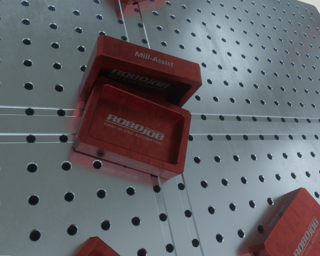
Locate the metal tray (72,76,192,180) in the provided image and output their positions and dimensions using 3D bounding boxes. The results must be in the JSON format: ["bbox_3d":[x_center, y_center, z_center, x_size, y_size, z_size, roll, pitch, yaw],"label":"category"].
[{"bbox_3d":[-0.029,0.001,0.381,0.131,0.030,0.090,20,61,-18],"label":"metal tray"}]

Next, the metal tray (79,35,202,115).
[{"bbox_3d":[-0.025,-0.058,0.389,0.131,0.090,0.030,12,57,-22],"label":"metal tray"}]

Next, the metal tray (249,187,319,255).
[{"bbox_3d":[0.187,0.153,0.415,0.131,0.030,0.090,-34,81,-38],"label":"metal tray"}]

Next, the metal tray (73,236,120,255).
[{"bbox_3d":[-0.042,0.175,0.276,0.130,0.030,0.090,41,51,-1],"label":"metal tray"}]

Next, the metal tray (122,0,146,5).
[{"bbox_3d":[-0.038,-0.275,0.554,0.131,0.030,0.090,-33,80,-38],"label":"metal tray"}]
